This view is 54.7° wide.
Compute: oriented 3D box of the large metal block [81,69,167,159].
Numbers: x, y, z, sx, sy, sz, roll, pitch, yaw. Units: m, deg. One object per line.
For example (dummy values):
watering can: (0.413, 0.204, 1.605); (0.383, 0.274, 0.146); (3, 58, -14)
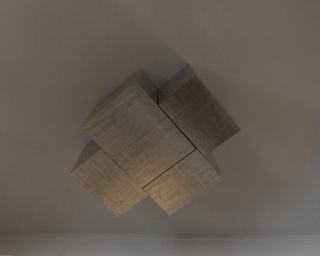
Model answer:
large metal block: (-0.039, -0.020, 0.373); (0.080, 0.080, 0.050); (-38, 106, 12)

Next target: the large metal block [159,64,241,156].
large metal block: (0.044, -0.025, 0.373); (0.050, 0.080, 0.080); (-39, 106, 13)

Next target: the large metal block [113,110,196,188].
large metal block: (-0.007, 0.016, 0.387); (0.080, 0.080, 0.050); (-38, 106, 12)

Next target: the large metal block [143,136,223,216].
large metal block: (0.026, 0.052, 0.401); (0.080, 0.080, 0.050); (-38, 106, 12)

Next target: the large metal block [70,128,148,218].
large metal block: (-0.059, 0.053, 0.400); (0.050, 0.080, 0.080); (-39, 106, 13)
